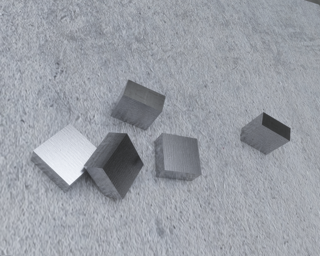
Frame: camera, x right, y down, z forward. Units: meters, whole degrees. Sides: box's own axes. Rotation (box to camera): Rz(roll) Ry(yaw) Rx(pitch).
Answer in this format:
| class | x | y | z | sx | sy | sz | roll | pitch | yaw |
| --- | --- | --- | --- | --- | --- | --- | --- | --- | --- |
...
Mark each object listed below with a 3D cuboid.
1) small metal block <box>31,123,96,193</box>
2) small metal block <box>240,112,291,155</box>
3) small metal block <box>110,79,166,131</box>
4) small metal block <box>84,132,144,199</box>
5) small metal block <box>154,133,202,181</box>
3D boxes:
| class | x | y | z | sx | sy | sz | roll | pitch | yaw |
| --- | --- | --- | --- | --- | --- | --- | --- | --- | --- |
| small metal block | -0.099 | 0.031 | 0.331 | 0.050 | 0.025 | 0.050 | 43 | 51 | 2 |
| small metal block | 0.158 | 0.009 | 0.467 | 0.050 | 0.050 | 0.025 | 29 | 52 | -10 |
| small metal block | -0.028 | -0.027 | 0.389 | 0.050 | 0.050 | 0.025 | 23 | 53 | -14 |
| small metal block | -0.048 | 0.040 | 0.336 | 0.050 | 0.025 | 0.050 | -59 | 139 | -39 |
| small metal block | 0.022 | 0.037 | 0.393 | 0.050 | 0.025 | 0.050 | 10 | 57 | -23 |
